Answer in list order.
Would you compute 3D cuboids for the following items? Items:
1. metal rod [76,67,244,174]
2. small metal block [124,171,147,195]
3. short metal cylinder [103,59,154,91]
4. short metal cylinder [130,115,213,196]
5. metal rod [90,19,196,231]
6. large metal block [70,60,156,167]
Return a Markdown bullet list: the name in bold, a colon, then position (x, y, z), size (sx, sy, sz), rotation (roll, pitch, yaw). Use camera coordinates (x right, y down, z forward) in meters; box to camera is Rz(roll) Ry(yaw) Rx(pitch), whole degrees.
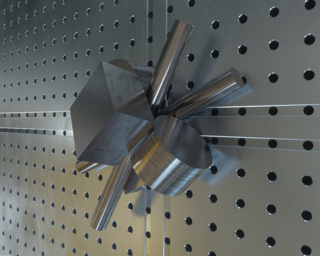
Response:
- **metal rod**: position (-0.022, 0.004, 0.423), size (0.299, 0.025, 0.025), rotation (-29, 72, 36)
- **small metal block**: position (-0.032, 0.059, 0.431), size (0.050, 0.025, 0.050), rotation (-34, 69, 34)
- **short metal cylinder**: position (-0.041, -0.050, 0.422), size (0.080, 0.050, 0.079), rotation (0, 90, 40)
- **short metal cylinder**: position (0.013, 0.031, 0.358), size (0.050, 0.081, 0.080), rotation (-51, 60, 29)
- **metal rod**: position (-0.030, 0.010, 0.397), size (0.025, 0.025, 0.298), rotation (37, 112, 33)
- **large metal block**: position (-0.058, -0.015, 0.354), size (0.080, 0.050, 0.080), rotation (-48, 45, 30)
